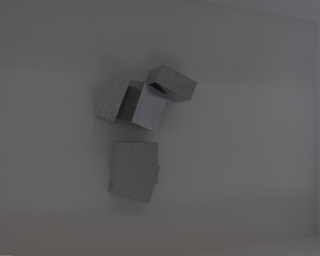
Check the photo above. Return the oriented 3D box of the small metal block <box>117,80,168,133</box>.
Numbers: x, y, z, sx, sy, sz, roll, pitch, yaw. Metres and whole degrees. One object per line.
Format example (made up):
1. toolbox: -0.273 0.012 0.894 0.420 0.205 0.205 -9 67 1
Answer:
1. small metal block: -0.021 -0.026 0.390 0.050 0.025 0.050 25 80 -51

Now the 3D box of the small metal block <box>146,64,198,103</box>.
1. small metal block: 0.012 -0.056 0.402 0.050 0.050 0.025 25 82 -18

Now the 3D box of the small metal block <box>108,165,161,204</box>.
1. small metal block: -0.033 0.065 0.398 0.050 0.025 0.050 19 84 -19

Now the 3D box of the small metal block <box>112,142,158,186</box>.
1. small metal block: -0.030 0.042 0.373 0.050 0.025 0.050 0 90 -20

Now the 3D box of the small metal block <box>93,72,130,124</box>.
1. small metal block: -0.059 -0.034 0.373 0.025 0.050 0.050 21 83 -9
